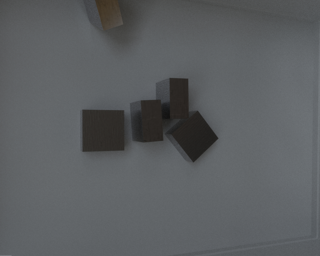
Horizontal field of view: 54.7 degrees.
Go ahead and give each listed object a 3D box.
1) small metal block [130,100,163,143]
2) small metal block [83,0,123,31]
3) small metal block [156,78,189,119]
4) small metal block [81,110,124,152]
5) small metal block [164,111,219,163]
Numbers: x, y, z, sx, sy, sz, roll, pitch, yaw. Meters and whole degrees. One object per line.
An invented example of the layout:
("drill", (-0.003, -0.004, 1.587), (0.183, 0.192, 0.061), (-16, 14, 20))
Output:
("small metal block", (-0.018, -0.009, 0.392), (0.025, 0.050, 0.050), (-4, 92, -20))
("small metal block", (-0.070, -0.147, 0.362), (0.025, 0.050, 0.050), (-25, 128, -18))
("small metal block", (0.015, -0.037, 0.404), (0.025, 0.050, 0.050), (-1, 91, -20))
("small metal block", (-0.072, 0.003, 0.385), (0.050, 0.025, 0.050), (0, 90, -21))
("small metal block", (0.044, 0.011, 0.428), (0.050, 0.025, 0.050), (-42, 104, -15))
